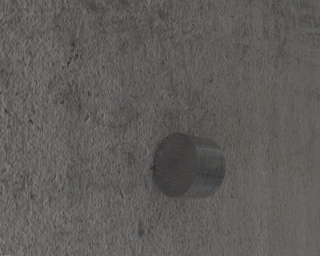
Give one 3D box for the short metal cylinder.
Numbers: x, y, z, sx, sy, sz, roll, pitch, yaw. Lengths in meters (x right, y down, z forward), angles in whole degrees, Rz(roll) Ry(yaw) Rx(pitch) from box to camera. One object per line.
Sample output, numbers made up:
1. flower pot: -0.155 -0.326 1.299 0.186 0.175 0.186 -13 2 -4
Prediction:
1. short metal cylinder: 0.036 0.049 0.398 0.050 0.080 0.080 13 82 -39
